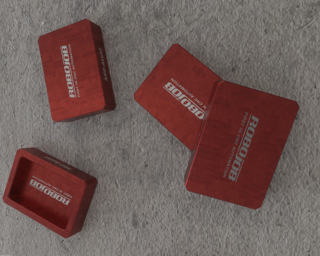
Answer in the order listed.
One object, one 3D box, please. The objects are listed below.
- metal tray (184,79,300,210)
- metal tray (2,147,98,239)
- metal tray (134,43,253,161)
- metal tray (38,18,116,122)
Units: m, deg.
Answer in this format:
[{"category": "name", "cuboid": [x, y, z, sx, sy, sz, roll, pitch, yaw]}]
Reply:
[{"category": "metal tray", "cuboid": [0.089, 0.019, 0.353, 0.090, 0.030, 0.129, 16, 101, -1]}, {"category": "metal tray", "cuboid": [-0.167, 0.094, 0.465, 0.130, 0.030, 0.089, 22, 97, 18]}, {"category": "metal tray", "cuboid": [0.042, -0.032, 0.391, 0.130, 0.030, 0.090, 43, 103, 15]}, {"category": "metal tray", "cuboid": [-0.121, -0.080, 0.449, 0.090, 0.030, 0.129, -13, 86, 19]}]
